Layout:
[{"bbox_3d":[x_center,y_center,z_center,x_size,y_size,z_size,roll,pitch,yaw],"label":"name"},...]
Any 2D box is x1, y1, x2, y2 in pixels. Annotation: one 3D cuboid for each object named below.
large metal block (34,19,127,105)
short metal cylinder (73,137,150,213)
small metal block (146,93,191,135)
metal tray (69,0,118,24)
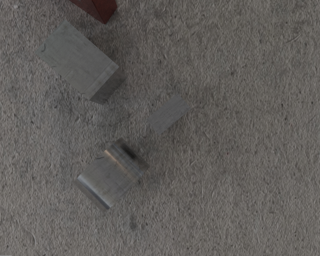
[{"bbox_3d":[-0.092,-0.076,0.382,0.080,0.080,0.050,41,90,0],"label":"large metal block"},{"bbox_3d":[-0.059,0.057,0.382,0.080,0.080,0.050,-45,90,0],"label":"short metal cylinder"},{"bbox_3d":[0.010,-0.017,0.397,0.050,0.050,0.025,-40,90,0],"label":"small metal block"},{"bbox_3d":[-0.119,-0.188,0.376,0.130,0.090,0.030,35,90,0],"label":"metal tray"}]
